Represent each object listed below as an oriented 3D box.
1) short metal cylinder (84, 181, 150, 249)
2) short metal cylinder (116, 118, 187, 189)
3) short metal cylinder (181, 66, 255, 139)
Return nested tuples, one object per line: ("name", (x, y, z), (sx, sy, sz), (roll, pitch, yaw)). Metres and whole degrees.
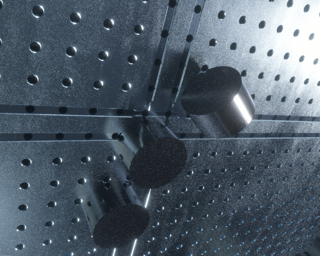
("short metal cylinder", (-0.062, 0.123, 0.439), (0.081, 0.050, 0.079), (-14, 125, -21))
("short metal cylinder", (-0.011, 0.034, 0.411), (0.081, 0.050, 0.079), (-14, 125, -21))
("short metal cylinder", (0.074, -0.033, 0.398), (0.080, 0.080, 0.050), (-41, 130, 0))
